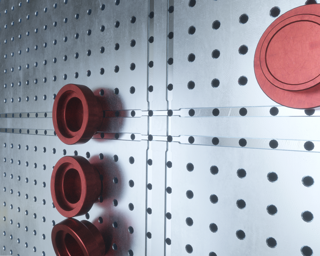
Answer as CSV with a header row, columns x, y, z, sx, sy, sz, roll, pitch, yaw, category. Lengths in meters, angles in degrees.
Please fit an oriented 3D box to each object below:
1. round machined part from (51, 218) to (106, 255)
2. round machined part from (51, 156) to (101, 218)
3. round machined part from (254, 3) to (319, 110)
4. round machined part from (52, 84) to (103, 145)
x,y,z,sx,sy,sz,roll,pitch,yaw,category
-0.125,0.187,0.493,0.098,0.042,0.097,14,114,35,round machined part
-0.134,0.094,0.509,0.098,0.042,0.098,-3,85,40,round machined part
0.134,-0.066,0.288,0.098,0.042,0.097,0,90,40,round machined part
-0.131,-0.022,0.508,0.098,0.042,0.097,0,90,40,round machined part
